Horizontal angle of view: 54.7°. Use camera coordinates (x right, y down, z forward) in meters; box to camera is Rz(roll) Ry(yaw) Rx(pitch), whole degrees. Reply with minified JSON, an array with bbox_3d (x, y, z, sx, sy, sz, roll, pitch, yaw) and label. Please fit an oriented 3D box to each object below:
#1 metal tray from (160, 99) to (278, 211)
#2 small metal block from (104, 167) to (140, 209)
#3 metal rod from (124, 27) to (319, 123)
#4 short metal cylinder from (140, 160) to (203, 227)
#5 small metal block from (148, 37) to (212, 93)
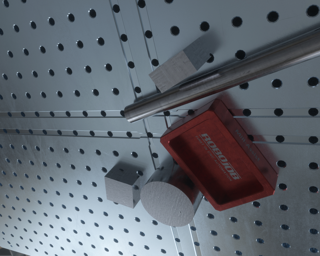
[{"bbox_3d":[0.073,0.039,0.393,0.090,0.030,0.130,-32,101,38],"label":"metal tray"},{"bbox_3d":[-0.060,0.098,0.503,0.050,0.025,0.050,14,124,20],"label":"small metal block"},{"bbox_3d":[0.077,-0.057,0.335,0.300,0.025,0.025,-18,109,35],"label":"metal rod"},{"bbox_3d":[0.019,0.093,0.443,0.080,0.050,0.079,13,124,21],"label":"short metal cylinder"},{"bbox_3d":[0.023,-0.069,0.340,0.050,0.050,0.025,-29,103,37],"label":"small metal block"}]
